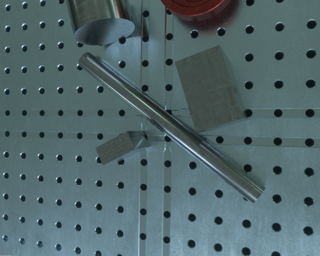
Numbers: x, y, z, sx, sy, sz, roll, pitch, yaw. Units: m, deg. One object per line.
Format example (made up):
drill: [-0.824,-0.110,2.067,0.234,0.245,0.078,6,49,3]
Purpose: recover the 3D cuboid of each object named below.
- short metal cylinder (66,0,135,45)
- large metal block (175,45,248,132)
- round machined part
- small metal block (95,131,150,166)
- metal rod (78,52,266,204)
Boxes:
short metal cylinder: [-0.078,-0.149,0.410,0.080,0.080,0.050,-15,85,19]
large metal block: [0.063,-0.041,0.361,0.050,0.080,0.080,-18,84,19]
round machined part: [0.048,-0.182,0.386,0.098,0.042,0.097,0,90,19]
small metal block: [-0.049,0.026,0.415,0.050,0.050,0.025,-27,81,17]
metal rod: [0.005,-0.009,0.410,0.300,0.025,0.025,38,102,15]
